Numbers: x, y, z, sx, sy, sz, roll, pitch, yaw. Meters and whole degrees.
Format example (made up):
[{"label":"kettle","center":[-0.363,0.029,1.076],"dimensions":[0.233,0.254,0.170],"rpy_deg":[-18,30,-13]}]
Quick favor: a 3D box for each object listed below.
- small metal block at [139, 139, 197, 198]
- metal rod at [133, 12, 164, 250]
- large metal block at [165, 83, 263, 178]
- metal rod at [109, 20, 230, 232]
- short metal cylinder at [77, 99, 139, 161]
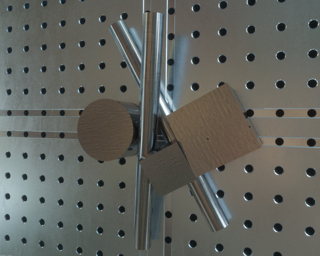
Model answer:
[{"label":"small metal block","center":[0.010,0.047,0.371],"dimensions":[0.050,0.025,0.050],"rpy_deg":[-28,96,9]},{"label":"metal rod","center":[-0.016,0.011,0.393],"dimensions":[0.025,0.025,0.298],"rpy_deg":[7,100,20]},{"label":"large metal block","center":[0.066,0.003,0.371],"dimensions":[0.080,0.050,0.080],"rpy_deg":[-29,81,17]},{"label":"metal rod","center":[0.008,-0.009,0.406],"dimensions":[0.025,0.025,0.299],"rpy_deg":[-30,81,17]},{"label":"short metal cylinder","center":[-0.062,0.002,0.417],"dimensions":[0.080,0.050,0.079],"rpy_deg":[0,90,19]}]
